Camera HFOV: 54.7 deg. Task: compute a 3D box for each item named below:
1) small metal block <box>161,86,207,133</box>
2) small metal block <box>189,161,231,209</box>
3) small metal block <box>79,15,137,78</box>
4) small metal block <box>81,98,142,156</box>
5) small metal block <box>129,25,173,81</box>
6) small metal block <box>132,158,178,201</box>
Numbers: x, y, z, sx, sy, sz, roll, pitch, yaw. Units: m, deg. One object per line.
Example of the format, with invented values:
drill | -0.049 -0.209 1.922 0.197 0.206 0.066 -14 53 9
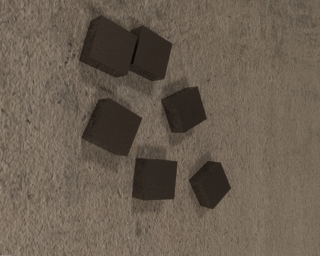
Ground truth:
small metal block | 0.035 -0.026 0.436 0.050 0.025 0.050 -30 109 -36
small metal block | 0.077 0.086 0.472 0.050 0.025 0.050 -38 114 -34
small metal block | -0.059 -0.092 0.357 0.050 0.025 0.050 21 77 -38
small metal block | -0.055 0.000 0.360 0.050 0.025 0.050 32 70 -36
small metal block | -0.016 -0.093 0.393 0.050 0.025 0.050 21 77 -38
small metal block | -0.006 0.066 0.402 0.050 0.025 0.050 9 85 -40
